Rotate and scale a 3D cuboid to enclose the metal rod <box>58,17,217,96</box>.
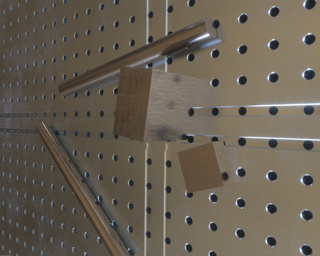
[{"bbox_3d":[-0.055,-0.092,0.454,0.300,0.025,0.025,-12,82,39],"label":"metal rod"}]

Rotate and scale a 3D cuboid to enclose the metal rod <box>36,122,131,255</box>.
[{"bbox_3d":[-0.139,0.096,0.524,0.300,0.025,0.025,48,119,29],"label":"metal rod"}]

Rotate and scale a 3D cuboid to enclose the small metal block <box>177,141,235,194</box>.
[{"bbox_3d":[0.053,0.046,0.365,0.050,0.025,0.050,-22,76,38],"label":"small metal block"}]

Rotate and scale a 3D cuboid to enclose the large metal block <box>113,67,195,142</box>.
[{"bbox_3d":[-0.006,-0.028,0.379,0.050,0.081,0.079,13,98,39],"label":"large metal block"}]
